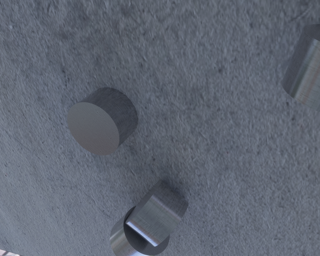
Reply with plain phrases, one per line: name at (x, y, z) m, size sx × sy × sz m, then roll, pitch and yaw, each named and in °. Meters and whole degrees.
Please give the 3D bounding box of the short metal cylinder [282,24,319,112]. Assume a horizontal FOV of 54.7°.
short metal cylinder at (0.152, -0.049, 0.261) m, size 0.080 × 0.080 × 0.050 m, roll 20°, pitch 126°, yaw 15°

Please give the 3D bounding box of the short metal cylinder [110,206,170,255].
short metal cylinder at (-0.032, 0.170, 0.492) m, size 0.080 × 0.080 × 0.050 m, roll 40°, pitch 129°, yaw 0°

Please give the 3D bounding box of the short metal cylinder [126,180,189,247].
short metal cylinder at (-0.004, 0.121, 0.447) m, size 0.050 × 0.080 × 0.080 m, roll 41°, pitch 129°, yaw 0°

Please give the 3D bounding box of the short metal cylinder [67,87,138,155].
short metal cylinder at (-0.078, -0.009, 0.424) m, size 0.080 × 0.050 × 0.079 m, roll 13°, pitch 124°, yaw 20°
